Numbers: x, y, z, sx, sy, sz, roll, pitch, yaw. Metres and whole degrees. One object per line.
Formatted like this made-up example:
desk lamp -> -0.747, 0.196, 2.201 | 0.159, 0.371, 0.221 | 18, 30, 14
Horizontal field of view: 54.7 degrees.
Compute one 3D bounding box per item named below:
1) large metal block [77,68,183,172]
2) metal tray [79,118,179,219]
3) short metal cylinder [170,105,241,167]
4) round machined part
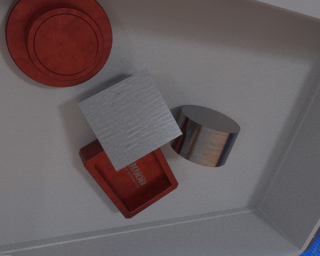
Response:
large metal block -> -0.034, -0.009, 0.346 | 0.080, 0.050, 0.080 | -30, 96, -10
metal tray -> -0.037, 0.057, 0.421 | 0.090, 0.030, 0.130 | -32, 129, -8
short metal cylinder -> 0.059, 0.009, 0.413 | 0.081, 0.080, 0.050 | 4, 116, -31
round machined part -> -0.093, -0.084, 0.296 | 0.099, 0.042, 0.097 | -14, 125, -21
